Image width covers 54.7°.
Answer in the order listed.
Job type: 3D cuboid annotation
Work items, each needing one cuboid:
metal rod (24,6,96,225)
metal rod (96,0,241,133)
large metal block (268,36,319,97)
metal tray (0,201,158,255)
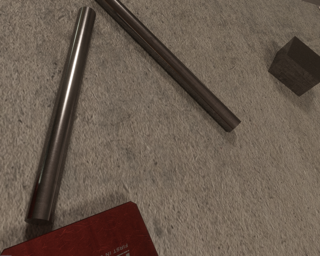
[{"bbox_3d":[-0.109,-0.039,0.369,0.025,0.025,0.299,15,55,-20],"label":"metal rod"},{"bbox_3d":[0.008,-0.108,0.475,0.300,0.025,0.025,45,51,3],"label":"metal rod"},{"bbox_3d":[0.271,-0.122,0.612,0.080,0.050,0.080,38,51,-3],"label":"large metal block"},{"bbox_3d":[-0.067,0.133,0.285,0.131,0.030,0.090,-14,69,-34],"label":"metal tray"}]
